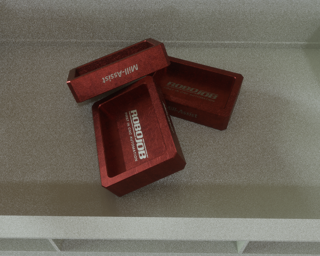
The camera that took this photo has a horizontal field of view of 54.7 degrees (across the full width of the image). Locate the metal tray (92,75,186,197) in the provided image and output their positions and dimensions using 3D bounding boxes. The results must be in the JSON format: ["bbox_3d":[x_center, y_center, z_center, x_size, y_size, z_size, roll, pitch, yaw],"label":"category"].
[{"bbox_3d":[-0.031,0.006,0.372,0.090,0.030,0.130,-25,51,11],"label":"metal tray"}]

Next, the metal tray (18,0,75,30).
[{"bbox_3d":[-0.217,-0.243,0.607,0.091,0.030,0.130,-6,50,-5],"label":"metal tray"}]

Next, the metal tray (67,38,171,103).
[{"bbox_3d":[-0.059,-0.083,0.429,0.131,0.030,0.090,-23,24,-4],"label":"metal tray"}]

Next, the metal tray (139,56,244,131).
[{"bbox_3d":[0.045,-0.055,0.447,0.130,0.030,0.090,17,52,14],"label":"metal tray"}]
